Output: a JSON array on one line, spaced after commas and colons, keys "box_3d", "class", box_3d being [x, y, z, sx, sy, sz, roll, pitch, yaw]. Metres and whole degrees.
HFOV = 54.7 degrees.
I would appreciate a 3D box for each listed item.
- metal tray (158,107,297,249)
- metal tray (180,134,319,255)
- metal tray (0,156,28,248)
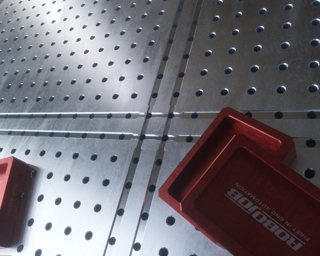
[{"box_3d": [0.071, 0.049, 0.336, 0.090, 0.030, 0.130, 33, 79, 37], "class": "metal tray"}, {"box_3d": [0.095, 0.078, 0.276, 0.130, 0.030, 0.090, 38, 82, 16], "class": "metal tray"}, {"box_3d": [-0.257, 0.114, 0.466, 0.090, 0.030, 0.130, -14, 56, 20], "class": "metal tray"}]
